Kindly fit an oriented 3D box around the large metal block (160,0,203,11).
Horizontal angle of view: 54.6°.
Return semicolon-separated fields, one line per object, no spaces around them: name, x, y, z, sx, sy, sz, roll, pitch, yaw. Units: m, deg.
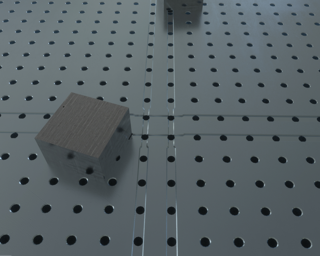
large metal block;0.040;-0.286;0.633;0.080;0.050;0.080;-8;51;-7

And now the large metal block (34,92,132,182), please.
large metal block;-0.090;0.009;0.384;0.080;0.050;0.080;16;52;13
